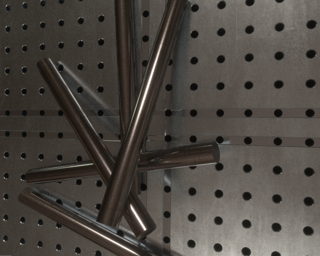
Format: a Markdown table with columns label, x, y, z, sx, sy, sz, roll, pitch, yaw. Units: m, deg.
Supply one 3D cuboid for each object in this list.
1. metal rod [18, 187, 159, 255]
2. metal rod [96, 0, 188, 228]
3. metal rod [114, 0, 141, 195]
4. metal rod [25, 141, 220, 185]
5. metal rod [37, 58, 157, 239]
| label | x | y | z | sx | sy | sz | roll | pitch | yaw |
| --- | --- | --- | --- | --- | --- | --- | --- | --- | --- |
| metal rod | -0.078 | 0.156 | 0.438 | 0.301 | 0.025 | 0.025 | 21 | 97 | 18 |
| metal rod | -0.014 | -0.037 | 0.365 | 0.025 | 0.025 | 0.299 | 11 | 74 | 19 |
| metal rod | -0.045 | -0.058 | 0.427 | 0.025 | 0.025 | 0.298 | -3 | 89 | 19 |
| metal rod | -0.069 | 0.051 | 0.411 | 0.300 | 0.025 | 0.025 | -11 | 87 | 28 |
| metal rod | -0.095 | 0.008 | 0.405 | 0.025 | 0.025 | 0.300 | -45 | 62 | 14 |
